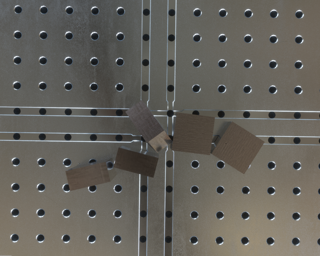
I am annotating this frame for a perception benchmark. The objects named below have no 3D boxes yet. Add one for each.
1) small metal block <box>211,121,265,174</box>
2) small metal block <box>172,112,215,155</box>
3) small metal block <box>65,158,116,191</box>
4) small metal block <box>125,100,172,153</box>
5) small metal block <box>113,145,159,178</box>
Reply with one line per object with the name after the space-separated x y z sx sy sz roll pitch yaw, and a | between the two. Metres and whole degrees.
0.101 0.026 0.414 0.050 0.025 0.050 32 90 0 | small metal block
0.043 0.007 0.414 0.050 0.025 0.050 7 90 0 | small metal block
-0.087 0.058 0.400 0.050 0.050 0.025 -13 90 0 | small metal block
-0.013 -0.001 0.393 0.025 0.050 0.050 -36 67 0 | small metal block
-0.029 0.042 0.401 0.050 0.050 0.025 15 90 0 | small metal block
